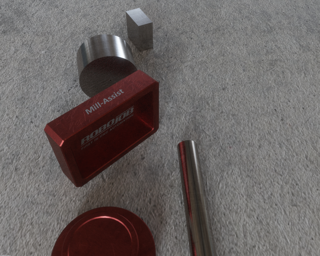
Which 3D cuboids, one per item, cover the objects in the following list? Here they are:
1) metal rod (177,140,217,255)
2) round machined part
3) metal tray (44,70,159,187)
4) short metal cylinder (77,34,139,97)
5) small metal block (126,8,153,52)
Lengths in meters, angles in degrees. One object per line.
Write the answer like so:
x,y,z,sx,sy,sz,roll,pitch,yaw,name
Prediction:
0.043,0.137,0.288,0.025,0.025,0.300,-3,50,-3,metal rod
-0.053,0.119,0.292,0.099,0.042,0.098,0,50,0,round machined part
-0.058,0.000,0.359,0.131,0.089,0.030,-36,59,-27,metal tray
-0.074,-0.083,0.437,0.081,0.080,0.050,-11,51,-9,short metal cylinder
-0.035,-0.167,0.527,0.025,0.050,0.050,-22,54,-18,small metal block
